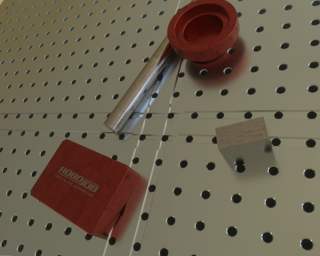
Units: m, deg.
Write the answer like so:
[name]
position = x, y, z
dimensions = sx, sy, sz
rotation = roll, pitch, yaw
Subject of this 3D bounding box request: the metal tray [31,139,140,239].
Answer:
[metal tray]
position = -0.102, 0.075, 0.411
dimensions = 0.130, 0.030, 0.090
rotation = 18, 71, 34

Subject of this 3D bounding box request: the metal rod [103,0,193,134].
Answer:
[metal rod]
position = 0.010, -0.121, 0.475
dimensions = 0.025, 0.025, 0.300
rotation = 24, 74, 36

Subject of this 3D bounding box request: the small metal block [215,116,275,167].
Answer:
[small metal block]
position = 0.092, 0.017, 0.333
dimensions = 0.050, 0.050, 0.025
rotation = -15, 56, 19

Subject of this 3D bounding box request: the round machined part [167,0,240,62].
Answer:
[round machined part]
position = 0.063, -0.134, 0.442
dimensions = 0.098, 0.042, 0.098
rotation = -9, 60, 17
